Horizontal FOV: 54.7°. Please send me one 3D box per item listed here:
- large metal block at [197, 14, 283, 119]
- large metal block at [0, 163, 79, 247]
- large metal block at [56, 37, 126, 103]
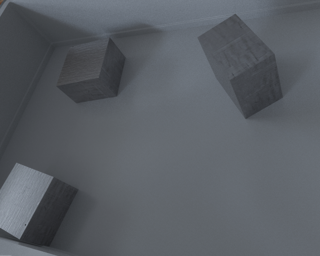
[{"bbox_3d":[0.095,-0.071,0.363,0.050,0.080,0.080,-31,52,8],"label":"large metal block"},{"bbox_3d":[-0.171,0.101,0.415,0.080,0.050,0.080,11,67,32],"label":"large metal block"},{"bbox_3d":[-0.109,-0.092,0.501,0.080,0.050,0.080,-6,59,24],"label":"large metal block"}]
